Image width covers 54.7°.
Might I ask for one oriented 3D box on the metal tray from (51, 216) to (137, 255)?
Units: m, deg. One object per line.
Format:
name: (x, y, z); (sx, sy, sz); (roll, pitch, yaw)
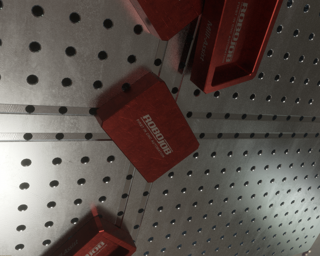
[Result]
metal tray: (-0.112, 0.203, 0.473); (0.130, 0.030, 0.090); (-42, 130, 0)

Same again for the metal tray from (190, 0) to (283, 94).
metal tray: (0.090, -0.110, 0.366); (0.091, 0.030, 0.129); (-19, 139, -27)

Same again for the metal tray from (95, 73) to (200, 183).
metal tray: (-0.012, 0.004, 0.406); (0.090, 0.030, 0.130); (-36, 130, -4)

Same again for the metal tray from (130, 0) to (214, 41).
metal tray: (0.002, -0.166, 0.308); (0.090, 0.030, 0.130); (-40, 130, -1)
